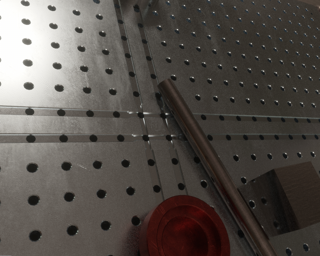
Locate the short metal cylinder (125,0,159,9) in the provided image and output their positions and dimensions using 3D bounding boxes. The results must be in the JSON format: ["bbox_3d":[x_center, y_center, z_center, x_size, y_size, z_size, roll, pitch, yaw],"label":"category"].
[{"bbox_3d":[-0.030,-0.253,0.532,0.081,0.050,0.080,14,56,-21],"label":"short metal cylinder"}]

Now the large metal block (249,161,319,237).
[{"bbox_3d":[0.187,0.098,0.436,0.081,0.050,0.080,-5,64,-31],"label":"large metal block"}]

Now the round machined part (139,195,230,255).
[{"bbox_3d":[0.023,0.126,0.334,0.099,0.042,0.098,14,56,-21],"label":"round machined part"}]

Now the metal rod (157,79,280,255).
[{"bbox_3d":[0.078,0.061,0.414,0.025,0.025,0.299,-19,72,-36],"label":"metal rod"}]
